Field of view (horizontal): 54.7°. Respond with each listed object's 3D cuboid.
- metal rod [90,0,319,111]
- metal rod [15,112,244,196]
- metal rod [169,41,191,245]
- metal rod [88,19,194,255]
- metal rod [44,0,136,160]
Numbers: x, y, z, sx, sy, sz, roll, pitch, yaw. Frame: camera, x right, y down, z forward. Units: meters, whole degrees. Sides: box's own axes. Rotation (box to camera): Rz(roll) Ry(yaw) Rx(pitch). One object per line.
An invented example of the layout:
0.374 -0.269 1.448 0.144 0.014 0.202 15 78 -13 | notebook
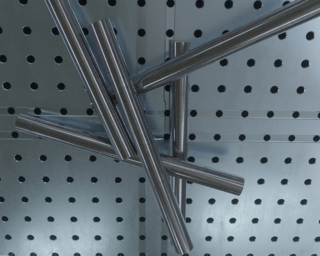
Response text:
0.049 -0.081 0.349 0.300 0.025 0.025 -21 110 20 | metal rod
-0.039 0.034 0.406 0.302 0.025 0.025 16 109 1 | metal rod
0.026 0.035 0.426 0.025 0.025 0.298 -1 110 0 | metal rod
-0.017 0.021 0.373 0.025 0.025 0.298 -19 103 6 | metal rod
-0.097 -0.101 0.353 0.025 0.025 0.299 -22 101 7 | metal rod
